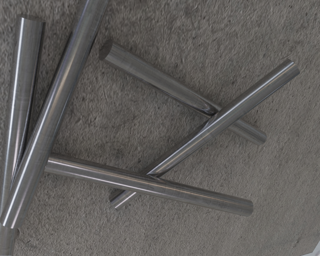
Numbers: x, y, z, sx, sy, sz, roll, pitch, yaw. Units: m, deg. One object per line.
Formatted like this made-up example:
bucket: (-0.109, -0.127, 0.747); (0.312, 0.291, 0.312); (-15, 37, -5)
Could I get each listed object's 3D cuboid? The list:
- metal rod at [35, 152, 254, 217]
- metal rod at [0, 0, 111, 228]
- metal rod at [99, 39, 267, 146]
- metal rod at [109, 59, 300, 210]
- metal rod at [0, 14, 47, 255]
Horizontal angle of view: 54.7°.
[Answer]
metal rod: (-0.005, 0.078, 0.407); (0.302, 0.025, 0.025); (17, 110, -21)
metal rod: (-0.103, -0.029, 0.314); (0.025, 0.025, 0.298); (17, 104, -35)
metal rod: (0.053, -0.033, 0.415); (0.302, 0.025, 0.025); (24, 105, -37)
metal rod: (0.053, 0.013, 0.416); (0.300, 0.025, 0.025); (-38, 130, 8)
metal rod: (-0.159, 0.031, 0.338); (0.025, 0.025, 0.298); (4, 117, -30)
